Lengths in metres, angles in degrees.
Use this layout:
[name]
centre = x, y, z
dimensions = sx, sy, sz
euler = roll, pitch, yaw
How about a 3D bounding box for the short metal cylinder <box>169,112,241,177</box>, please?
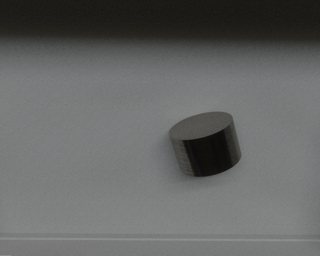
[short metal cylinder]
centre = 0.057, 0.018, 0.390
dimensions = 0.080, 0.080, 0.050
euler = -16, 110, 5
